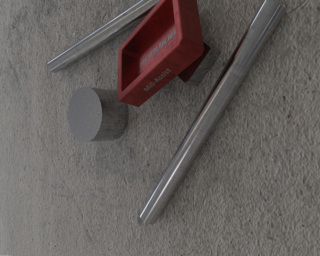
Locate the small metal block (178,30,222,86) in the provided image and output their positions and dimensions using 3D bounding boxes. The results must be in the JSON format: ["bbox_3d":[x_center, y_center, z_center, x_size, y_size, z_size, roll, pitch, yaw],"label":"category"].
[{"bbox_3d":[0.037,-0.087,0.374,0.050,0.025,0.050,50,119,28],"label":"small metal block"}]

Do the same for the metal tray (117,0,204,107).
[{"bbox_3d":[-0.006,-0.094,0.375,0.129,0.030,0.090,-34,49,44],"label":"metal tray"}]

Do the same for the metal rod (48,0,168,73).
[{"bbox_3d":[-0.080,-0.145,0.471,0.300,0.025,0.025,-16,80,38],"label":"metal rod"}]

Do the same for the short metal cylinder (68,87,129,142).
[{"bbox_3d":[-0.093,-0.020,0.466,0.080,0.050,0.079,0,90,40],"label":"short metal cylinder"}]

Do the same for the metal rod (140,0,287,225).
[{"bbox_3d":[0.050,-0.002,0.363,0.025,0.025,0.298,42,115,32],"label":"metal rod"}]
